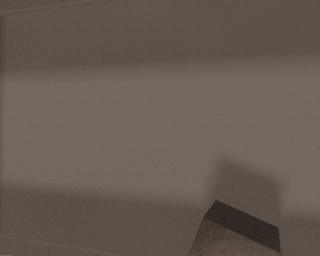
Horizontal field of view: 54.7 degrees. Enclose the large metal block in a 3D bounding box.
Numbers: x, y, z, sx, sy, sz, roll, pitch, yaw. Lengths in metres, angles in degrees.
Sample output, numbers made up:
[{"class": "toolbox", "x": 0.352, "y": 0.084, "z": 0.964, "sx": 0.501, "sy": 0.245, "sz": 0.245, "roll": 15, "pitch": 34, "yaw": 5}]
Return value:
[{"class": "large metal block", "x": 0.086, "y": 0.130, "z": 0.351, "sx": 0.080, "sy": 0.080, "sz": 0.050, "roll": 22, "pitch": 97, "yaw": 18}]
